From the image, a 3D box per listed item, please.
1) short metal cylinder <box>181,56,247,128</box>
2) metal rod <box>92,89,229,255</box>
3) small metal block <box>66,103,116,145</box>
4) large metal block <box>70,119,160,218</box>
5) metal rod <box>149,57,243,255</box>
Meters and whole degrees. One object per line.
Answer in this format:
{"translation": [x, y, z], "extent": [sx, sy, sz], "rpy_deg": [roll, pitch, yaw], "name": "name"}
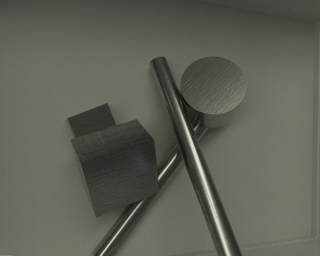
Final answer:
{"translation": [0.068, -0.046, 0.405], "extent": [0.080, 0.050, 0.080], "rpy_deg": [-1, 71, 4], "name": "short metal cylinder"}
{"translation": [0.016, 0.046, 0.417], "extent": [0.025, 0.025, 0.300], "rpy_deg": [42, 77, -16], "name": "metal rod"}
{"translation": [-0.081, 0.002, 0.381], "extent": [0.050, 0.025, 0.050], "rpy_deg": [-24, 98, -19], "name": "small metal block"}
{"translation": [-0.050, 0.046, 0.362], "extent": [0.081, 0.050, 0.079], "rpy_deg": [-18, 126, -19], "name": "large metal block"}
{"translation": [0.044, 0.046, 0.365], "extent": [0.025, 0.025, 0.299], "rpy_deg": [-12, 70, -20], "name": "metal rod"}
